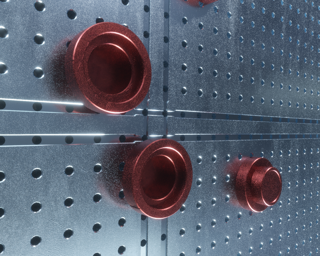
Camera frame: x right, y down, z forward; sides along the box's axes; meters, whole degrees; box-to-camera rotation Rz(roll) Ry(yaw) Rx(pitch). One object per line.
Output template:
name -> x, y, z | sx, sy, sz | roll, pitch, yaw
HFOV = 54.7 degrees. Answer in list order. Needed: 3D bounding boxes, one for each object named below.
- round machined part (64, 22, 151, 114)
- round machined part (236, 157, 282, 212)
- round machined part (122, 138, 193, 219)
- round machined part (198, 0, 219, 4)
round machined part -> -0.061, -0.065, 0.349 | 0.099, 0.042, 0.097 | 0, 90, -40
round machined part -> 0.182, 0.102, 0.555 | 0.099, 0.042, 0.097 | 0, 90, -40
round machined part -> -0.008, 0.062, 0.394 | 0.099, 0.042, 0.097 | 0, 90, -40
round machined part -> 0.079, -0.243, 0.466 | 0.099, 0.042, 0.097 | 0, 90, -40
